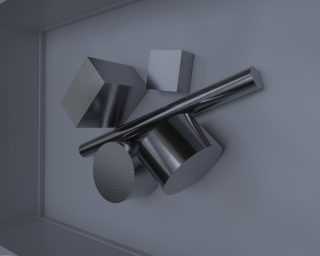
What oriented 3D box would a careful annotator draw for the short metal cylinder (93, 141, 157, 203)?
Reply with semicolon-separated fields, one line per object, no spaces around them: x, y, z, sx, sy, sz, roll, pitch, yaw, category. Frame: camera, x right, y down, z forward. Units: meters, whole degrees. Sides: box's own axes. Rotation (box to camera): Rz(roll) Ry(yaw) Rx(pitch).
-0.046;0.058;0.424;0.080;0.050;0.079;0;90;39;short metal cylinder

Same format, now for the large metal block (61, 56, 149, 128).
-0.076;-0.046;0.430;0.080;0.081;0.050;-51;61;28;large metal block

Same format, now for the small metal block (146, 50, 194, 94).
0.012;-0.072;0.393;0.050;0.025;0.050;11;97;39;small metal block

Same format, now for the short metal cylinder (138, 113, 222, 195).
0.022;0.030;0.349;0.050;0.081;0.080;50;119;28;short metal cylinder

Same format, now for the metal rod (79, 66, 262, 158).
-0.010;-0.008;0.412;0.299;0.025;0.025;-22;76;37;metal rod
